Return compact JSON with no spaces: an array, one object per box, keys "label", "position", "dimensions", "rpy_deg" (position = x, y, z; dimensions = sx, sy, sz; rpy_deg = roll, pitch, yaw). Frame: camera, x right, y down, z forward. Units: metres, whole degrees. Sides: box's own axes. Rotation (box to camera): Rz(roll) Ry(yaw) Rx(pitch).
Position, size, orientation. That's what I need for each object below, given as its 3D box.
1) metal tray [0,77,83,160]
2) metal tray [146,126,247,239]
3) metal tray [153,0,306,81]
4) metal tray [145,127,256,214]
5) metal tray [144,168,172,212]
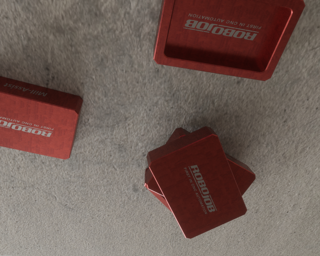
[{"label":"metal tray","position":[-0.172,-0.012,0.391],"dimensions":[0.131,0.030,0.089],"rpy_deg":[14,129,-12]},{"label":"metal tray","position":[0.050,0.073,0.404],"dimensions":[0.090,0.030,0.129],"rpy_deg":[-25,112,1]},{"label":"metal tray","position":[0.065,-0.102,0.317],"dimensions":[0.131,0.030,0.089],"rpy_deg":[8,130,-7]},{"label":"metal tray","position":[0.056,0.068,0.436],"dimensions":[0.131,0.030,0.090],"rpy_deg":[29,103,-17]},{"label":"metal tray","position":[0.047,0.097,0.487],"dimensions":[0.090,0.030,0.130],"rpy_deg":[-26,126,20]}]
